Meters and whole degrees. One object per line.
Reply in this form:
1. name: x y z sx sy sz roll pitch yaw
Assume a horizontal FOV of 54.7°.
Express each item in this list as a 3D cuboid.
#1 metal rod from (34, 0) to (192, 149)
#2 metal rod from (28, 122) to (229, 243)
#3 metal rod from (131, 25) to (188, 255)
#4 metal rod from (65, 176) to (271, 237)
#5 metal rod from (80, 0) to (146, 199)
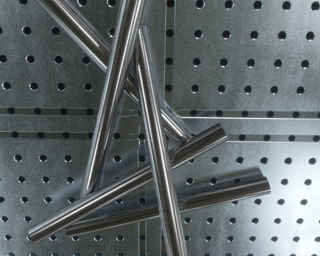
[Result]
1. metal rod: -0.060 -0.078 0.383 0.025 0.025 0.300 -41 106 13
2. metal rod: -0.048 0.077 0.413 0.300 0.025 0.025 -30 108 10
3. metal rod: -0.002 0.028 0.376 0.025 0.025 0.298 -10 93 3
4. metal rod: 0.009 0.117 0.456 0.302 0.025 0.025 -13 110 4
5. metal rod: -0.063 -0.025 0.381 0.025 0.025 0.298 15 118 -6
